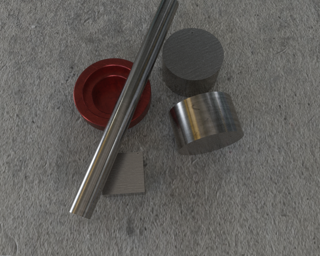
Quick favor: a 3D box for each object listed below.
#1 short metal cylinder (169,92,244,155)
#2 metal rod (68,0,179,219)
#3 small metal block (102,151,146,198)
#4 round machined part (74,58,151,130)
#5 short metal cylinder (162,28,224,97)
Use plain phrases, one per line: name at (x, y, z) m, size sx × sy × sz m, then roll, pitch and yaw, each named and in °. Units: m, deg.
short metal cylinder at (0.056, -0.003, 0.380) m, size 0.081 × 0.080 × 0.050 m, roll -12°, pitch 71°, yaw -5°
metal rod at (-0.036, -0.040, 0.377) m, size 0.025 × 0.025 × 0.300 m, roll 18°, pitch 71°, yaw 6°
small metal block at (-0.045, 0.058, 0.386) m, size 0.050 × 0.025 × 0.050 m, roll -4°, pitch 70°, yaw -2°
round machined part at (-0.060, -0.040, 0.413) m, size 0.099 × 0.042 × 0.098 m, roll 0°, pitch 70°, yaw 0°
short metal cylinder at (0.043, -0.089, 0.428) m, size 0.081 × 0.050 × 0.080 m, roll 0°, pitch 70°, yaw 0°
